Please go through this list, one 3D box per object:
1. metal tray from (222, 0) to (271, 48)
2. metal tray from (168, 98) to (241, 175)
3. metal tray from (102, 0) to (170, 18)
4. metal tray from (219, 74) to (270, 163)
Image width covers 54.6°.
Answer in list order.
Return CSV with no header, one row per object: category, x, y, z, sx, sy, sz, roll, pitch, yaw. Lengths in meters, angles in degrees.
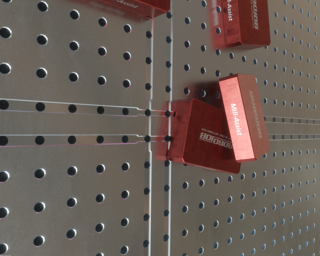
metal tray,0.146,-0.203,0.526,0.091,0.030,0.129,-11,97,-39
metal tray,0.076,0.016,0.468,0.131,0.030,0.090,17,79,-39
metal tray,-0.045,-0.194,0.367,0.131,0.030,0.090,3,88,-40
metal tray,0.136,-0.018,0.491,0.091,0.030,0.129,-13,91,-56
